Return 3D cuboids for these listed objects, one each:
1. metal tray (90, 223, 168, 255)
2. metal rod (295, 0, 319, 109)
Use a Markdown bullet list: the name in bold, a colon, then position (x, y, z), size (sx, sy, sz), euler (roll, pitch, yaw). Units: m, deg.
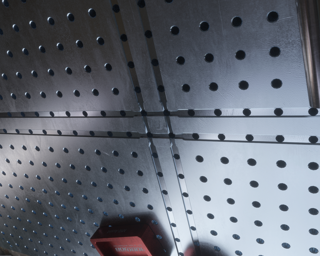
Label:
- **metal tray**: position (-0.058, 0.226, 0.578), size (0.130, 0.030, 0.090), euler (-17, 110, 35)
- **metal rod**: position (0.117, -0.155, 0.253), size (0.025, 0.025, 0.298), euler (-5, 116, 30)
